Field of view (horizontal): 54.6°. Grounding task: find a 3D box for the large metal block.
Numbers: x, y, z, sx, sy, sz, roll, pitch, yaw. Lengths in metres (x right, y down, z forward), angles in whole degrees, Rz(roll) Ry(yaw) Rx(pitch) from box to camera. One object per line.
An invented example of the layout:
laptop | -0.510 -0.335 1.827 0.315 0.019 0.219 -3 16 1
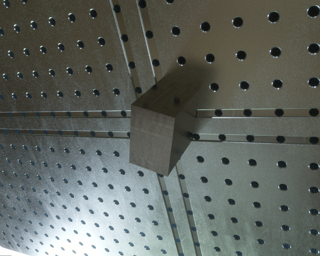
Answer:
large metal block | 0.006 -0.003 0.371 0.050 0.080 0.079 18 126 18
